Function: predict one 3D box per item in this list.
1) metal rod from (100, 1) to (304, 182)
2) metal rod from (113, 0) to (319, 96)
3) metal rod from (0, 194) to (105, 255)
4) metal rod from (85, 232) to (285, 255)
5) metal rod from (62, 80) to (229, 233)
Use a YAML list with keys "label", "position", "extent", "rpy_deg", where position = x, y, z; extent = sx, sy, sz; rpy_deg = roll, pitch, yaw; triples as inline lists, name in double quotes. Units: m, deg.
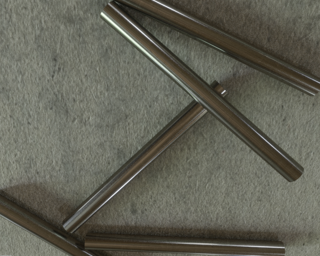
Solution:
- label: "metal rod"
  position: [0.053, -0.040, 0.370]
  extent: [0.300, 0.025, 0.025]
  rpy_deg: [40, 105, -4]
- label: "metal rod"
  position: [0.061, -0.110, 0.369]
  extent: [0.302, 0.025, 0.025]
  rpy_deg: [23, 108, -9]
- label: "metal rod"
  position: [-0.128, 0.188, 0.477]
  extent: [0.301, 0.025, 0.025]
  rpy_deg: [36, 106, -13]
- label: "metal rod"
  position: [0.039, 0.181, 0.476]
  extent: [0.302, 0.025, 0.025]
  rpy_deg: [3, 110, -2]
- label: "metal rod"
  position: [-0.028, 0.047, 0.426]
  extent: [0.299, 0.025, 0.025]
  rpy_deg: [-43, 105, 14]
